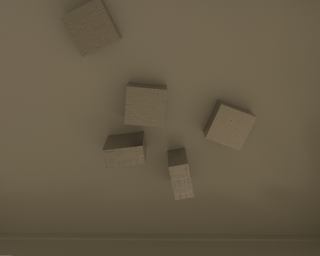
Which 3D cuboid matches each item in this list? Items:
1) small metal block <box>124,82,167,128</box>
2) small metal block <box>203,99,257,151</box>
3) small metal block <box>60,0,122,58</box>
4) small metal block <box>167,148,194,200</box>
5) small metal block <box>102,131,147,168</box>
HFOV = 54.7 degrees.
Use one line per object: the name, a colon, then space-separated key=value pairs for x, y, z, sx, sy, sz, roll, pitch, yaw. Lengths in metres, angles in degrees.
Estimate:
small metal block: x=-0.018 y=-0.030 z=0.400 sx=0.050 sy=0.025 sz=0.050 roll=5 pitch=110 yaw=-3
small metal block: x=0.092 y=-0.004 z=0.411 sx=0.050 sy=0.025 sz=0.050 roll=20 pitch=109 yaw=-8
small metal block: x=-0.080 y=-0.119 z=0.367 sx=0.050 sy=0.025 sz=0.050 roll=-24 pitch=109 yaw=8
small metal block: x=0.028 y=0.061 z=0.421 sx=0.025 sy=0.050 sz=0.050 roll=-11 pitch=110 yaw=3
small metal block: x=-0.045 y=0.028 z=0.408 sx=0.050 sy=0.050 sz=0.025 roll=-7 pitch=110 yaw=2
